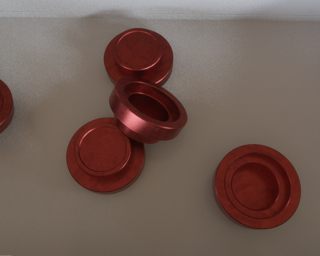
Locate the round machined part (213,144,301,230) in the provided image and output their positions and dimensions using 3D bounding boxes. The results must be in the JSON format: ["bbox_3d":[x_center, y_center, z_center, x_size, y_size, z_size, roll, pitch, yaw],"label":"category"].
[{"bbox_3d":[0.112,0.072,0.375,0.099,0.042,0.098,0,70,0],"label":"round machined part"}]

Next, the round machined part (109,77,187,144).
[{"bbox_3d":[-0.018,-0.018,0.389,0.099,0.042,0.098,23,32,-15],"label":"round machined part"}]

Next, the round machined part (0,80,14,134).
[{"bbox_3d":[-0.241,-0.022,0.397,0.099,0.042,0.098,9,59,-15],"label":"round machined part"}]

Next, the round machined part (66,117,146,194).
[{"bbox_3d":[-0.068,0.032,0.388,0.099,0.042,0.098,0,70,0],"label":"round machined part"}]

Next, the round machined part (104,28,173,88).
[{"bbox_3d":[-0.030,-0.101,0.437,0.099,0.042,0.098,0,70,0],"label":"round machined part"}]
